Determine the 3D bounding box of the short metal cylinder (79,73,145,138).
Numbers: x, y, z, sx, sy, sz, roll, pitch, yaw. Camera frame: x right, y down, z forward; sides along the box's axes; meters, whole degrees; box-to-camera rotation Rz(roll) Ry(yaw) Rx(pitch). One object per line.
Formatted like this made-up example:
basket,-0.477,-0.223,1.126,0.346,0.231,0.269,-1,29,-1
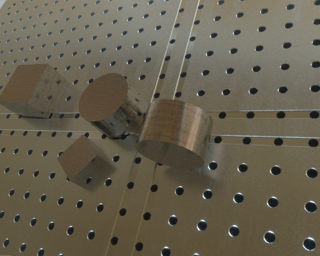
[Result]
short metal cylinder,-0.069,-0.032,0.448,0.080,0.050,0.080,-13,56,21

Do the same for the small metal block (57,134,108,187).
small metal block,-0.110,0.046,0.438,0.050,0.025,0.050,-44,51,-2

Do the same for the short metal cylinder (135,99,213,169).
short metal cylinder,0.017,0.009,0.359,0.080,0.080,0.050,3,63,29

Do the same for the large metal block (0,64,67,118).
large metal block,-0.226,-0.066,0.552,0.080,0.050,0.080,5,64,30
